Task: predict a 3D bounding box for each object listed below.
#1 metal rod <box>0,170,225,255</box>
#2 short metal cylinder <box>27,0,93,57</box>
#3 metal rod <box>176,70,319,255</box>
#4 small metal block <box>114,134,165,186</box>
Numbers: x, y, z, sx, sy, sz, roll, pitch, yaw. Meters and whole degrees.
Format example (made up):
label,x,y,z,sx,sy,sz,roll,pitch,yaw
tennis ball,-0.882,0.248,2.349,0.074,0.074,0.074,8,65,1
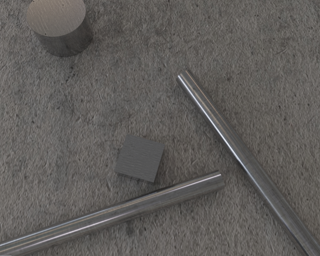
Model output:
label,x,y,z,sx,sy,sz,roll,pitch,yaw
metal rod,-0.068,0.108,0.368,0.302,0.025,0.025,-17,71,-7
short metal cylinder,-0.142,-0.150,0.449,0.081,0.050,0.080,0,70,0
metal rod,0.112,0.046,0.392,0.025,0.025,0.299,-30,73,-10
small metal block,-0.025,0.040,0.393,0.050,0.025,0.050,15,71,5
